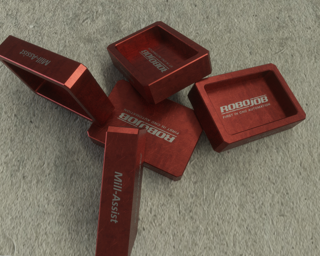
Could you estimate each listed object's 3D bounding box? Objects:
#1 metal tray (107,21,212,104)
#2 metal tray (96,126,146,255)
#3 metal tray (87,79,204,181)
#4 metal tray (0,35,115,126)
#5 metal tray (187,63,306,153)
[{"bbox_3d":[-0.005,-0.092,0.409,0.090,0.030,0.130,-30,44,-11],"label":"metal tray"},{"bbox_3d":[-0.038,0.063,0.331,0.030,0.090,0.129,5,91,2],"label":"metal tray"},{"bbox_3d":[-0.015,0.002,0.406,0.130,0.030,0.090,24,72,8],"label":"metal tray"},{"bbox_3d":[-0.127,-0.057,0.378,0.130,0.090,0.030,24,71,26],"label":"metal tray"},{"bbox_3d":[0.112,-0.029,0.401,0.131,0.030,0.090,-16,70,-22],"label":"metal tray"}]
